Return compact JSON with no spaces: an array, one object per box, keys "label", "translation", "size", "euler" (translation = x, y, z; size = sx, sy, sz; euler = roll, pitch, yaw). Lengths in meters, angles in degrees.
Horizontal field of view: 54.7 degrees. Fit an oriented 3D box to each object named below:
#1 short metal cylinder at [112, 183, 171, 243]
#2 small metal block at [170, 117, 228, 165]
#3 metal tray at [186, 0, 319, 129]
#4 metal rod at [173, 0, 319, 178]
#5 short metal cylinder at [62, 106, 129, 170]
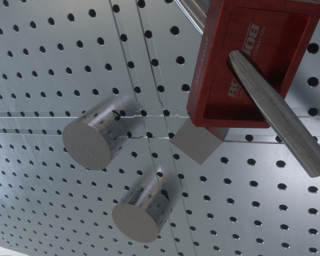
[{"label":"short metal cylinder","translation":[-0.029,0.135,0.494],"size":[0.080,0.050,0.079],"euler":[13,124,21]},{"label":"small metal block","translation":[0.049,0.011,0.392],"size":[0.050,0.025,0.050],"euler":[38,129,2]},{"label":"metal tray","translation":[0.083,-0.060,0.297],"size":[0.091,0.030,0.129],"euler":[1,126,-12]},{"label":"metal rod","translation":[0.065,-0.078,0.301],"size":[0.025,0.025,0.299],"euler":[-38,89,39]},{"label":"short metal cylinder","translation":[-0.094,0.015,0.454],"size":[0.080,0.050,0.079],"euler":[13,124,21]}]
